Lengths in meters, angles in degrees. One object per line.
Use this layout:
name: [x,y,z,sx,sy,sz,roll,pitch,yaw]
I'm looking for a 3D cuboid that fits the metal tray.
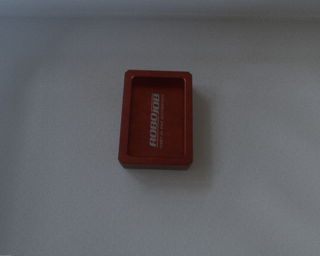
metal tray: [-0.004,-0.012,0.408,0.091,0.030,0.130,2,70,0]
